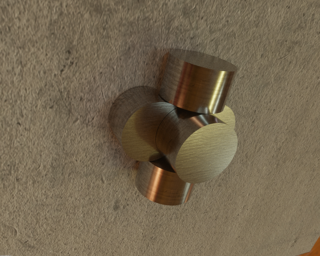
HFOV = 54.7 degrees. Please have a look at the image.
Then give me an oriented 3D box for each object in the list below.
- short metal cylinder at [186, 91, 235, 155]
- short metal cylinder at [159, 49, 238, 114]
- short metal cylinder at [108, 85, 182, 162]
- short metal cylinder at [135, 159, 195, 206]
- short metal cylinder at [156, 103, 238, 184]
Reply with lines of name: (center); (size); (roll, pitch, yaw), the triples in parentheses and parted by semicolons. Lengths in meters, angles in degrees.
short metal cylinder: (0.053, -0.007, 0.419); (0.081, 0.050, 0.079); (-14, 125, -21)
short metal cylinder: (0.044, -0.057, 0.364); (0.081, 0.080, 0.050); (0, 119, -29)
short metal cylinder: (-0.017, -0.006, 0.380); (0.081, 0.050, 0.079); (-14, 125, -21)
short metal cylinder: (0.011, 0.058, 0.417); (0.081, 0.080, 0.050); (0, 118, -29)
short metal cylinder: (0.042, 0.018, 0.362); (0.081, 0.050, 0.079); (-14, 125, -21)
